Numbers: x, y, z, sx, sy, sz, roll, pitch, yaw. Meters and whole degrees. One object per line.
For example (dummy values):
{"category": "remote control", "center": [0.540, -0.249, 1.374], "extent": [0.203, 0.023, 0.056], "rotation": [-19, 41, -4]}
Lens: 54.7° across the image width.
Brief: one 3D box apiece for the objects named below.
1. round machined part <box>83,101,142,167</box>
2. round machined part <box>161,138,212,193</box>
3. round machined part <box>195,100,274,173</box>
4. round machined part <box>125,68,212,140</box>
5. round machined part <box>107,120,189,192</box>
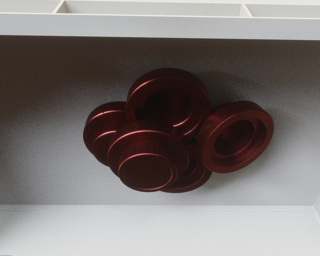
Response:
{"category": "round machined part", "center": [-0.051, 0.016, 0.407], "extent": [0.099, 0.042, 0.097], "rotation": [-1, 130, 0]}
{"category": "round machined part", "center": [0.022, 0.045, 0.434], "extent": [0.099, 0.042, 0.097], "rotation": [-1, 130, 0]}
{"category": "round machined part", "center": [0.088, 0.007, 0.389], "extent": [0.099, 0.042, 0.097], "rotation": [-13, 129, -16]}
{"category": "round machined part", "center": [0.010, -0.030, 0.371], "extent": [0.099, 0.042, 0.097], "rotation": [-1, 130, 0]}
{"category": "round machined part", "center": [-0.014, 0.040, 0.373], "extent": [0.099, 0.042, 0.097], "rotation": [-1, 130, 0]}
